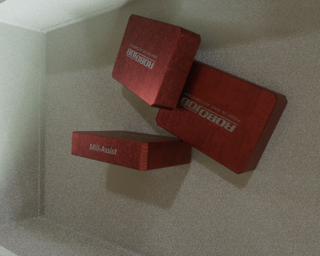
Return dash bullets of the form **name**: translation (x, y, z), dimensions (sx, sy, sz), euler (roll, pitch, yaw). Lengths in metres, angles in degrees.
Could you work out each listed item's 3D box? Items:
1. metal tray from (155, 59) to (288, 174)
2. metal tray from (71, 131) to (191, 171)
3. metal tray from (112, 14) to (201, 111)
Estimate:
- **metal tray**: translation (0.062, -0.019, 0.351), dimensions (0.130, 0.030, 0.089), euler (32, 110, 35)
- **metal tray**: translation (-0.038, 0.024, 0.393), dimensions (0.130, 0.091, 0.030), euler (6, 94, 39)
- **metal tray**: translation (-0.012, -0.086, 0.386), dimensions (0.130, 0.030, 0.089), euler (40, 114, 51)
